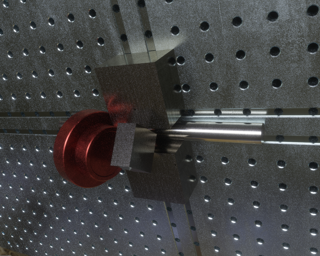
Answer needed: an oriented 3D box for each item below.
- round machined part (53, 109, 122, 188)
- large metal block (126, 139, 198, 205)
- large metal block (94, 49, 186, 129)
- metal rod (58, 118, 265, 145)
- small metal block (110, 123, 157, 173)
[{"bbox_3d":[-0.077,0.028,0.384,0.042,0.099,0.097,13,125,38],"label":"round machined part"},{"bbox_3d":[0.001,0.053,0.428,0.080,0.050,0.080,1,119,27],"label":"large metal block"},{"bbox_3d":[-0.022,-0.046,0.378,0.080,0.050,0.080,1,119,28],"label":"large metal block"},{"bbox_3d":[-0.017,0.001,0.421,0.300,0.025,0.025,2,120,27],"label":"metal rod"},{"bbox_3d":[-0.030,0.025,0.369,0.025,0.050,0.050,1,75,28],"label":"small metal block"}]
